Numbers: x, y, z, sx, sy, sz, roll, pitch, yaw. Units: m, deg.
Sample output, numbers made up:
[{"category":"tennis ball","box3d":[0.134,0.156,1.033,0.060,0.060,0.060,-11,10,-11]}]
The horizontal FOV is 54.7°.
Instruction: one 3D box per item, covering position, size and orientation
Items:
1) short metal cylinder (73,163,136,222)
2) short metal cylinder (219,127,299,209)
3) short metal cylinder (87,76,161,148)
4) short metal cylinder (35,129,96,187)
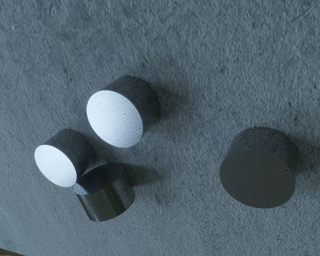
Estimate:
[{"category":"short metal cylinder","box3d":[-0.084,0.097,0.476,0.080,0.080,0.050,-7,115,31]},{"category":"short metal cylinder","box3d":[0.115,0.045,0.358,0.080,0.050,0.079,13,124,21]},{"category":"short metal cylinder","box3d":[-0.046,-0.021,0.402,0.080,0.050,0.079,13,124,21]},{"category":"short metal cylinder","box3d":[-0.153,0.048,0.501,0.080,0.050,0.079,13,124,21]}]
